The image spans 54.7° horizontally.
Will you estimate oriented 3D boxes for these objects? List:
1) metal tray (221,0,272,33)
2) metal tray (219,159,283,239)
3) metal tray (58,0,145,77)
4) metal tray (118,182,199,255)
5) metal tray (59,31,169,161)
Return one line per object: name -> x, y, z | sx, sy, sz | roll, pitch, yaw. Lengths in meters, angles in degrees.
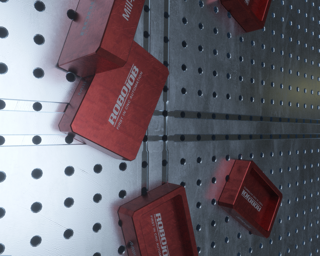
metal tray -> 0.160, -0.247, 0.542 | 0.090, 0.030, 0.130 | 32, 70, -36
metal tray -> 0.164, 0.125, 0.546 | 0.130, 0.030, 0.090 | 43, 64, -32
metal tray -> -0.055, -0.122, 0.321 | 0.030, 0.090, 0.130 | 24, 75, -38
metal tray -> 0.003, 0.149, 0.410 | 0.091, 0.030, 0.129 | -20, 103, -39
metal tray -> -0.049, -0.037, 0.367 | 0.090, 0.030, 0.130 | 33, 70, -35
